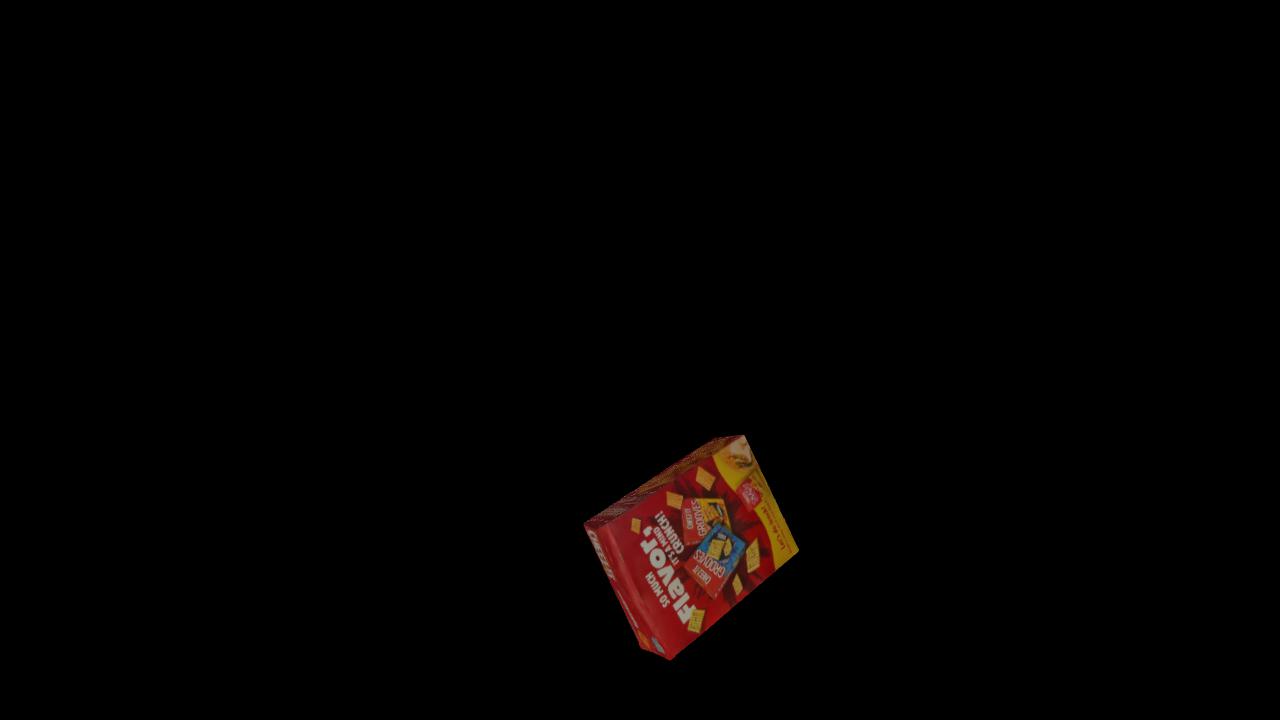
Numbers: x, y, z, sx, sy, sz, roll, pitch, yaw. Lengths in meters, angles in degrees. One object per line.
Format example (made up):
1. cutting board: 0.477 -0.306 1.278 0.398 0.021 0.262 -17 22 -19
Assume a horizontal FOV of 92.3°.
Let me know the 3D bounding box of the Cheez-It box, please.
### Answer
1. Cheez-It box: 0.066 0.210 0.727 0.223 0.166 0.071 -27 2 -32
